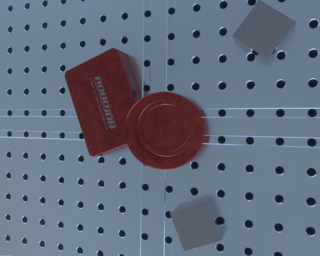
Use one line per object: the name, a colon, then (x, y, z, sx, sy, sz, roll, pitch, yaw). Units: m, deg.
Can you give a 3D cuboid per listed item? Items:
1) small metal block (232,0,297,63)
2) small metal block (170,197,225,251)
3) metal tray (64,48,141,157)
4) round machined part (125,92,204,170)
small metal block: (0.123, -0.114, 0.369, 0.050, 0.025, 0.050, 39, 102, 15)
small metal block: (0.047, 0.122, 0.396, 0.050, 0.025, 0.050, -24, 82, 18)
metal tray: (-0.073, -0.034, 0.436, 0.090, 0.030, 0.129, -21, 83, 18)
round machined part: (0.006, 0.002, 0.381, 0.099, 0.042, 0.097, 1, 82, -5)
